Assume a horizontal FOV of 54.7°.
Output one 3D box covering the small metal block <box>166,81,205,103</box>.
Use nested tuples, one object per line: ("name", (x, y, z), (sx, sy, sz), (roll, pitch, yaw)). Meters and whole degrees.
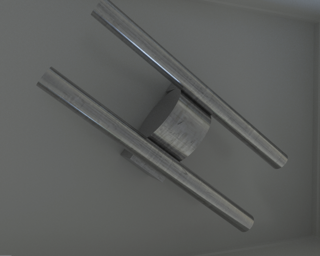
("small metal block", (0.042, -0.045, 0.412), (0.050, 0.050, 0.025), (38, 78, -16))

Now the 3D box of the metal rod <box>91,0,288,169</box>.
("metal rod", (0.048, -0.043, 0.375), (0.301, 0.025, 0.025), (38, 78, -17))

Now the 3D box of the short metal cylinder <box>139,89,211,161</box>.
("short metal cylinder", (0.017, -0.003, 0.387), (0.050, 0.080, 0.080), (38, 78, -17))

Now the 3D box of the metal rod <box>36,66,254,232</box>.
("metal rod", (-0.003, 0.035, 0.357), (0.301, 0.025, 0.025), (37, 78, -16))

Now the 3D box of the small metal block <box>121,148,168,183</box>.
("small metal block", (-0.017, 0.040, 0.390), (0.050, 0.050, 0.025), (38, 78, -16))
